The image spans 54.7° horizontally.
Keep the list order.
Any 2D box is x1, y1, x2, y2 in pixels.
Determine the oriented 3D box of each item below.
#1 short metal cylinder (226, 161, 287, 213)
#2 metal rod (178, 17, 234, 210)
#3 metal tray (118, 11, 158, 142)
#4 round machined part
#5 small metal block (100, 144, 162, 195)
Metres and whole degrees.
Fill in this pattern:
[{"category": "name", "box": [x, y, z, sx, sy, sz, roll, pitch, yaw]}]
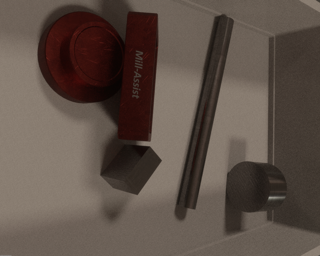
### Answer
[{"category": "short metal cylinder", "box": [0.156, 0.096, 0.505, 0.050, 0.080, 0.080, 10, 84, -40]}, {"category": "metal rod", "box": [0.072, -0.029, 0.469, 0.025, 0.025, 0.299, 22, 76, -38]}, {"category": "metal tray", "box": [-0.022, -0.050, 0.348, 0.030, 0.090, 0.129, 4, 87, 0]}, {"category": "round machined part", "box": [-0.075, -0.076, 0.334, 0.099, 0.042, 0.097, 0, 90, -40]}, {"category": "small metal block", "box": [-0.034, 0.047, 0.364, 0.025, 0.050, 0.050, 53, 59, -28]}]
